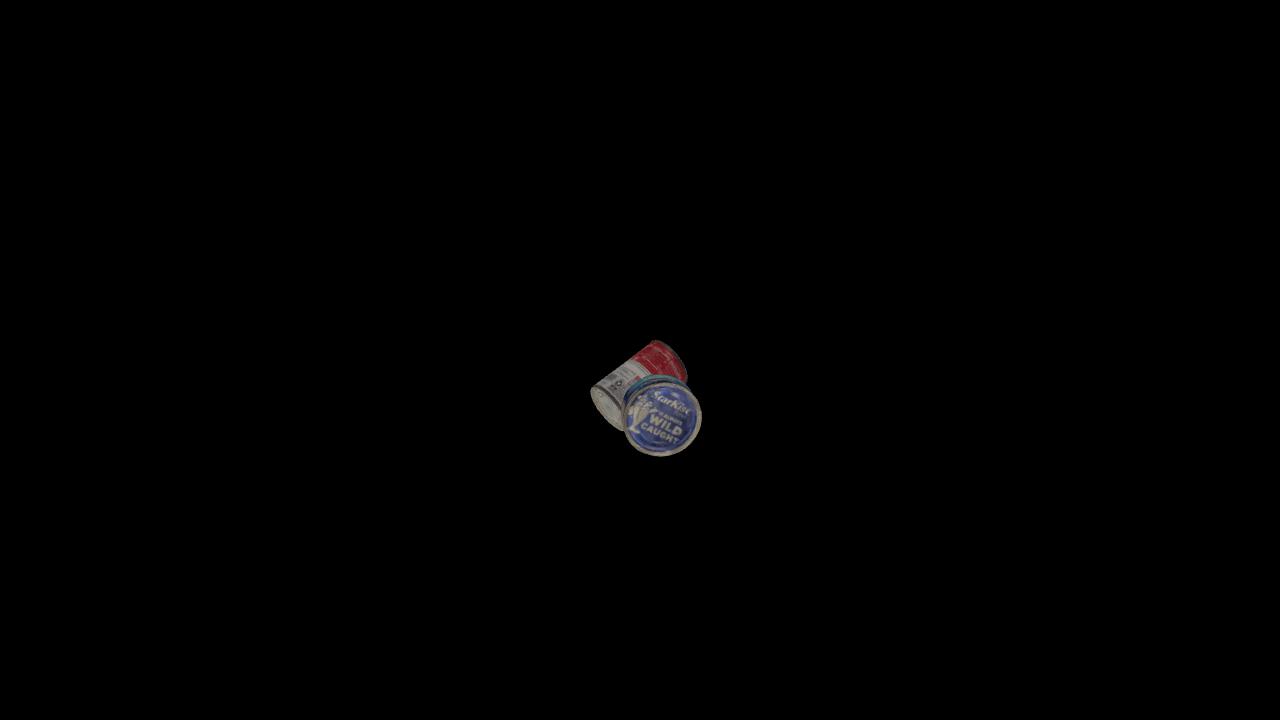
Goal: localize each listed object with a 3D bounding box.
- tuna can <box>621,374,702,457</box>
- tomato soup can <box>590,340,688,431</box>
[{"bbox_3d":[0.022,0.058,0.657,0.084,0.084,0.034,0,18,-7],"label":"tuna can"},{"bbox_3d":[-0.001,0.031,0.740,0.101,0.068,0.068,-37,17,-24],"label":"tomato soup can"}]
